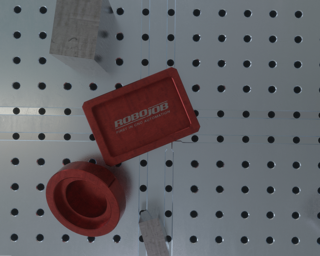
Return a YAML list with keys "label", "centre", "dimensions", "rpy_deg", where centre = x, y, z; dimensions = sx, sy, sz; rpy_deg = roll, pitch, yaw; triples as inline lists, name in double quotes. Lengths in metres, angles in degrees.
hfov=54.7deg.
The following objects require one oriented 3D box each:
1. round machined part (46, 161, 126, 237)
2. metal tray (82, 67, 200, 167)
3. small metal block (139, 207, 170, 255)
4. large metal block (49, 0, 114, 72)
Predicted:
- label: "round machined part"
  centre: [-0.089, 0.084, 0.391]
  dimensions: [0.098, 0.042, 0.097]
  rpy_deg: [6, 114, 14]
- label: "metal tray"
  centre: [-0.024, -0.014, 0.410]
  dimensions: [0.131, 0.030, 0.090]
  rpy_deg: [-22, 90, 0]
- label: "small metal block"
  centre: [-0.007, 0.136, 0.401]
  dimensions: [0.025, 0.050, 0.050]
  rpy_deg: [-16, 90, 0]
- label: "large metal block"
  centre: [-0.093, -0.119, 0.385]
  dimensions: [0.050, 0.080, 0.080]
  rpy_deg: [8, 90, 0]
